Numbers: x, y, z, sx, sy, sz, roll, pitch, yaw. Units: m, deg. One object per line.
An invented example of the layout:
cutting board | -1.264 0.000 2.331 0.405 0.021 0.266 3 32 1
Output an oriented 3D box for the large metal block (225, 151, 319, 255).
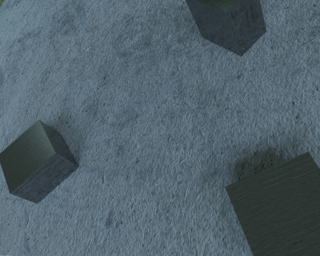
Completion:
large metal block | 0.116 0.080 0.278 0.080 0.050 0.080 -26 53 12

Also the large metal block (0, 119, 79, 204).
large metal block | -0.178 0.048 0.452 0.080 0.050 0.080 -42 51 -1

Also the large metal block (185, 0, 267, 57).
large metal block | 0.088 -0.154 0.417 0.050 0.080 0.080 -46 51 -4
